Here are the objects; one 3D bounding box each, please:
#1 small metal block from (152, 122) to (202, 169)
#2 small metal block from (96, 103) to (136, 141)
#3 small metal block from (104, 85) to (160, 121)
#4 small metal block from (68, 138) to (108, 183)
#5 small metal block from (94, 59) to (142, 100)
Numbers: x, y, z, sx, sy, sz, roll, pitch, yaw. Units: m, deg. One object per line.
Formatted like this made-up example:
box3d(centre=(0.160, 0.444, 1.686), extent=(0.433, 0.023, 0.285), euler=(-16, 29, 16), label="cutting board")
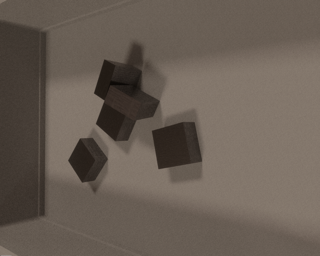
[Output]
box3d(centre=(0.021, 0.022, 0.388), extent=(0.050, 0.025, 0.050), euler=(-16, 80, 38), label="small metal block")
box3d(centre=(-0.063, -0.015, 0.456), extent=(0.050, 0.025, 0.050), euler=(37, 112, 33), label="small metal block")
box3d(centre=(-0.036, -0.035, 0.411), extent=(0.050, 0.050, 0.025), euler=(30, 110, 20), label="small metal block")
box3d(centre=(-0.117, 0.051, 0.501), extent=(0.050, 0.025, 0.050), euler=(48, 118, 29), label="small metal block")
box3d(centre=(-0.059, -0.065, 0.437), extent=(0.025, 0.050, 0.050), euler=(33, 110, 35), label="small metal block")
